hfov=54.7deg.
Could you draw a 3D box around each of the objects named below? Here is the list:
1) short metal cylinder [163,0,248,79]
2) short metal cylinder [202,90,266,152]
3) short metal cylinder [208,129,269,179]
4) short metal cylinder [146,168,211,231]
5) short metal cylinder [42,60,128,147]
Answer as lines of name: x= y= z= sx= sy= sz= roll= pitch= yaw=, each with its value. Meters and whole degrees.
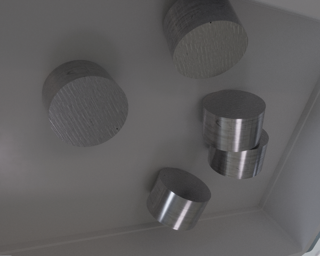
short metal cylinder: x=0.048 y=-0.099 z=0.337 sx=0.081 sy=0.050 sz=0.080 roll=-10 pitch=147 yaw=-6
short metal cylinder: x=0.098 y=-0.012 z=0.419 sx=0.081 sy=0.080 sz=0.050 roll=-16 pitch=125 yaw=-19
short metal cylinder: x=0.112 y=0.029 z=0.452 sx=0.081 sy=0.080 sz=0.050 roll=-13 pitch=124 yaw=-22
short metal cylinder: x=0.027 y=0.101 z=0.450 sx=0.081 sy=0.080 sz=0.050 roll=10 pitch=113 yaw=-33
short metal cylinder: x=-0.081 y=-0.027 z=0.332 sx=0.081 sy=0.050 sz=0.079 roll=-14 pitch=124 yaw=-21
